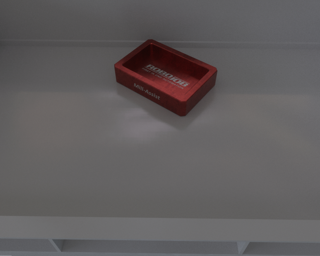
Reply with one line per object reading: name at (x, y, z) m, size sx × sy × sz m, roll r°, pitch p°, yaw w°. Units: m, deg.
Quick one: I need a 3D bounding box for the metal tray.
metal tray at (0.008, -0.080, 0.469) m, size 0.130 × 0.030 × 0.090 m, roll 30°, pitch 56°, yaw 23°
